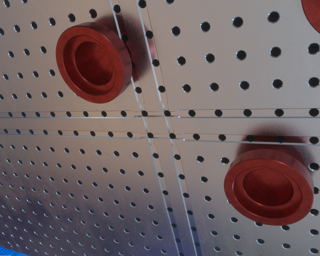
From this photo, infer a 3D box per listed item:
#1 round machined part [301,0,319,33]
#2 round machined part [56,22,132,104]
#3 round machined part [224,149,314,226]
[{"bbox_3d":[0.164,-0.113,0.244,0.098,0.042,0.097,13,124,21],"label":"round machined part"},{"bbox_3d":[-0.078,-0.083,0.390,0.098,0.042,0.097,13,124,21],"label":"round machined part"},{"bbox_3d":[0.130,0.066,0.372,0.098,0.042,0.097,13,124,21],"label":"round machined part"}]
